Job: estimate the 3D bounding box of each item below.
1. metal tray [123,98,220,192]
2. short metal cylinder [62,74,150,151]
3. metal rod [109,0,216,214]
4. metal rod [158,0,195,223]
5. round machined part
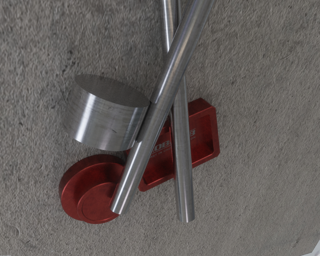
[{"bbox_3d":[0.017,0.023,0.427,0.131,0.030,0.090,-24,127,-14],"label":"metal tray"},{"bbox_3d":[-0.057,-0.018,0.329,0.081,0.080,0.050,9,114,-33],"label":"short metal cylinder"},{"bbox_3d":[0.003,-0.032,0.337,0.025,0.025,0.298,10,112,-33],"label":"metal rod"},{"bbox_3d":[0.022,-0.015,0.374,0.025,0.025,0.298,-14,113,-21],"label":"metal rod"},{"bbox_3d":[-0.079,0.086,0.407,0.099,0.042,0.097,-14,124,-21],"label":"round machined part"}]
